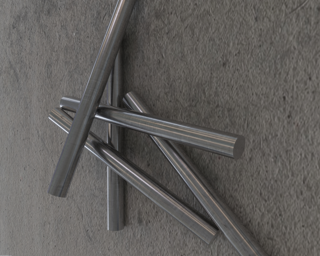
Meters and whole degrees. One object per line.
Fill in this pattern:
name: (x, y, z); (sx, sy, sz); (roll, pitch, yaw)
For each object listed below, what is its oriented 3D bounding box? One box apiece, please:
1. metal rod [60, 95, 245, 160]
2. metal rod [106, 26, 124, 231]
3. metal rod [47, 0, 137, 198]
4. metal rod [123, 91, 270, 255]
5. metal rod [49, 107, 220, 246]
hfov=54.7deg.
metal rod: (-0.035, -0.010, 0.399); (0.300, 0.025, 0.025); (15, 99, 39)
metal rod: (-0.067, -0.001, 0.460); (0.025, 0.025, 0.298); (-1, 90, 40)
metal rod: (-0.088, -0.055, 0.421); (0.025, 0.025, 0.299); (12, 80, 39)
metal rod: (0.041, 0.061, 0.371); (0.300, 0.025, 0.025); (51, 120, 27)
metal rod: (-0.051, 0.052, 0.420); (0.300, 0.025, 0.025); (33, 111, 26)
